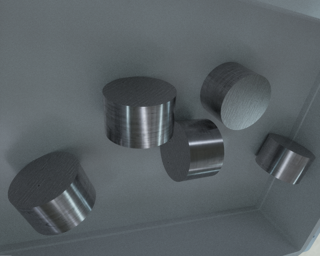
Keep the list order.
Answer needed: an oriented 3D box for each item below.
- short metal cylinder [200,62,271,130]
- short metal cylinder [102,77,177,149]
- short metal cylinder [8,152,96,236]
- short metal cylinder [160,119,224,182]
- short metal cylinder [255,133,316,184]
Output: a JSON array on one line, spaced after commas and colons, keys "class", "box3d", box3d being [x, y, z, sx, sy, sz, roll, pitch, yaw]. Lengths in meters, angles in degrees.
[{"class": "short metal cylinder", "box3d": [0.103, -0.044, 0.424, 0.081, 0.050, 0.079, -14, 125, -21]}, {"class": "short metal cylinder", "box3d": [-0.023, -0.020, 0.350, 0.081, 0.080, 0.050, -12, 124, -23]}, {"class": "short metal cylinder", "box3d": [-0.121, 0.073, 0.353, 0.080, 0.080, 0.050, -27, 128, -12]}, {"class": "short metal cylinder", "box3d": [0.041, 0.029, 0.415, 0.050, 0.080, 0.079, -5, 121, -27]}, {"class": "short metal cylinder", "box3d": [0.210, 0.051, 0.522, 0.081, 0.080, 0.050, 10, 113, -33]}]
